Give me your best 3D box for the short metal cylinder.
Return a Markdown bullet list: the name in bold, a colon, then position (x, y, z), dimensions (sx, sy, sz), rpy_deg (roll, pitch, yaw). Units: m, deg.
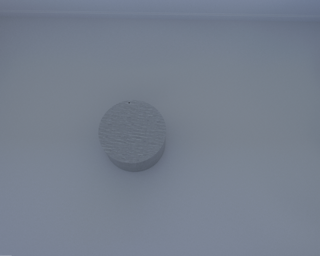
- **short metal cylinder**: position (-0.033, 0.011, 0.392), dimensions (0.081, 0.050, 0.080), rpy_deg (0, 70, 0)
